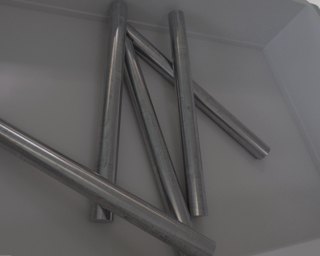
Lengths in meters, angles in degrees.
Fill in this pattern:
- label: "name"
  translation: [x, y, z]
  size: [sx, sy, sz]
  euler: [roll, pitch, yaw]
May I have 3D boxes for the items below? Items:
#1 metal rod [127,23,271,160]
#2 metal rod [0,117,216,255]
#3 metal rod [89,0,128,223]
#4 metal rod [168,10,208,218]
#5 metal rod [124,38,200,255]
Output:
- label: "metal rod"
  translation: [0.044, -0.060, 0.465]
  size: [0.300, 0.025, 0.025]
  euler: [41, 51, 0]
- label: "metal rod"
  translation: [-0.083, 0.047, 0.304]
  size: [0.301, 0.025, 0.025]
  euler: [30, 51, 2]
- label: "metal rod"
  translation: [-0.059, -0.040, 0.381]
  size: [0.025, 0.025, 0.299]
  euler: [12, 62, -22]
- label: "metal rod"
  translation: [0.035, -0.034, 0.421]
  size: [0.025, 0.025, 0.299]
  euler: [7, 66, -25]
- label: "metal rod"
  translation: [-0.009, 0.009, 0.394]
  size: [0.025, 0.025, 0.299]
  euler: [-5, 64, -30]
